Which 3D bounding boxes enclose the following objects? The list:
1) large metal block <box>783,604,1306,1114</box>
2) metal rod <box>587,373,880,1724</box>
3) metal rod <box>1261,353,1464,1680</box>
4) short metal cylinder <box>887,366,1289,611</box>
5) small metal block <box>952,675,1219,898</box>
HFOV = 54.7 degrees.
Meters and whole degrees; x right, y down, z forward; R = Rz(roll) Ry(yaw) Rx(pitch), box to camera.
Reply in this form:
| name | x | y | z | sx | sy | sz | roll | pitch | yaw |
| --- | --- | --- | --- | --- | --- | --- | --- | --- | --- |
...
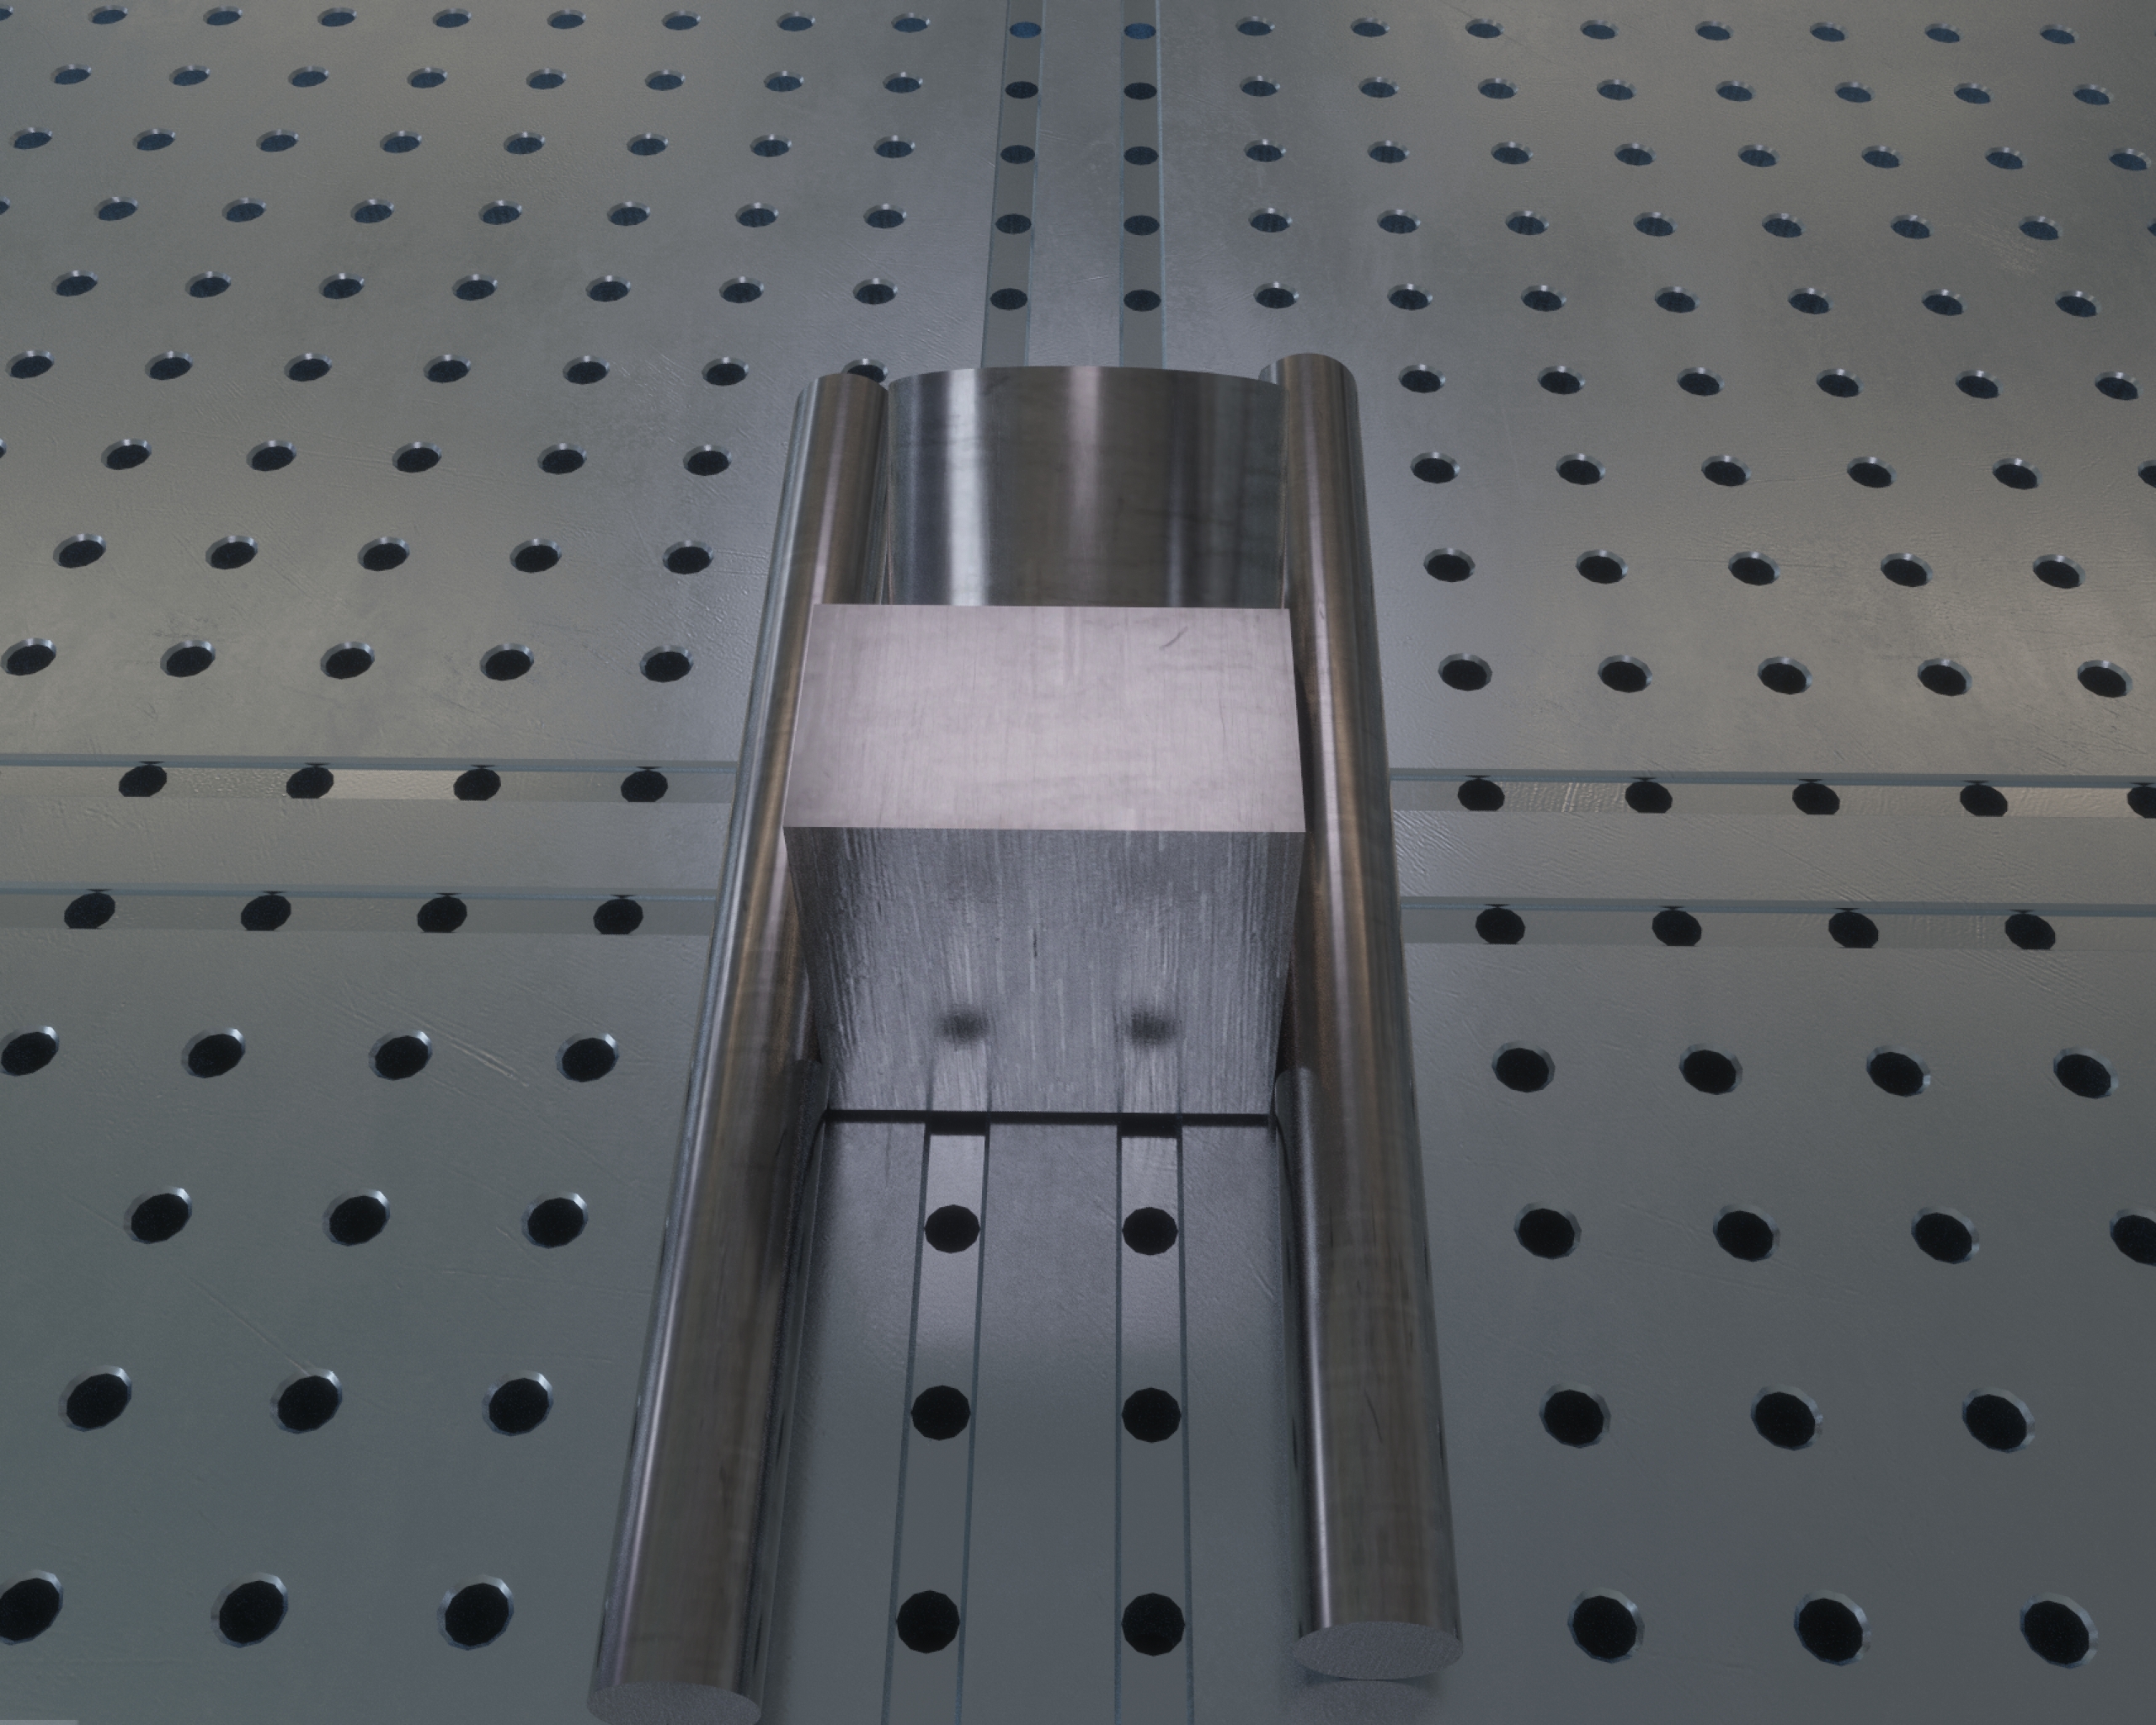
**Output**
| name | x | y | z | sx | sy | sz | roll | pitch | yaw |
| --- | --- | --- | --- | --- | --- | --- | --- | --- | --- |
| large metal block | -0.005 | 0.001 | 0.368 | 0.081 | 0.080 | 0.050 | 1 | 50 | 0 |
| metal rod | -0.057 | 0.008 | 0.400 | 0.025 | 0.025 | 0.300 | 1 | 50 | 0 |
| metal rod | 0.050 | 0.002 | 0.406 | 0.025 | 0.025 | 0.300 | 2 | 50 | 1 |
| short metal cylinder | 0.002 | -0.070 | 0.422 | 0.081 | 0.050 | 0.080 | 1 | 6 | 0 |
| small metal block | 0.001 | -0.017 | 0.405 | 0.050 | 0.050 | 0.025 | 1 | 50 | 0 |
